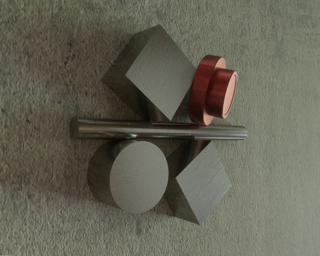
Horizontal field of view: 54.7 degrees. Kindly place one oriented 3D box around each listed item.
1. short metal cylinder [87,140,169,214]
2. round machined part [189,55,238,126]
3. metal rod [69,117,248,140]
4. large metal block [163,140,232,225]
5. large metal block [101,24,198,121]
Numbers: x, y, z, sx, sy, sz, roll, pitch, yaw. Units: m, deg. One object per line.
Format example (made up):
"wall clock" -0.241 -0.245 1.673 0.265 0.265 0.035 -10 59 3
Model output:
"short metal cylinder" -0.037 0.054 0.361 0.081 0.050 0.079 0 90 -40
"round machined part" 0.078 -0.050 0.432 0.098 0.042 0.097 15 91 -69
"metal rod" 0.023 0.004 0.429 0.302 0.025 0.025 2 89 -40
"large metal block" 0.045 0.072 0.430 0.080 0.050 0.080 -41 115 -33
"large metal block" -0.010 -0.064 0.380 0.080 0.050 0.080 44 63 -31
